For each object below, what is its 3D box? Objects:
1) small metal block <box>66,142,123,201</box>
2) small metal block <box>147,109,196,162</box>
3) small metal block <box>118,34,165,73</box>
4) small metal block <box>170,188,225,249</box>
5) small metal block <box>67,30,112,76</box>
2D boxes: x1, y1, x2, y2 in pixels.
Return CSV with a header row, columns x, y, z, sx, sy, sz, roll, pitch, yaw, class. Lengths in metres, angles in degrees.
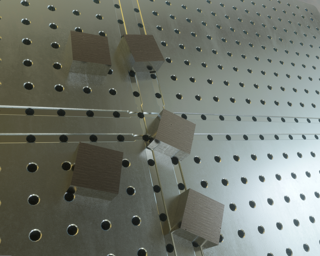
x,y,z,sx,sy,sz,roll,pitch,yaw,class
-0.071,0.048,0.341,0.050,0.025,0.050,16,55,-20,small metal block
0.016,0.010,0.413,0.050,0.025,0.050,25,53,-13,small metal block
-0.028,-0.112,0.463,0.050,0.025,0.050,-10,67,-33,small metal block
0.046,0.108,0.369,0.050,0.025,0.050,28,52,-11,small metal block
-0.096,-0.100,0.418,0.050,0.025,0.050,2,61,-28,small metal block
